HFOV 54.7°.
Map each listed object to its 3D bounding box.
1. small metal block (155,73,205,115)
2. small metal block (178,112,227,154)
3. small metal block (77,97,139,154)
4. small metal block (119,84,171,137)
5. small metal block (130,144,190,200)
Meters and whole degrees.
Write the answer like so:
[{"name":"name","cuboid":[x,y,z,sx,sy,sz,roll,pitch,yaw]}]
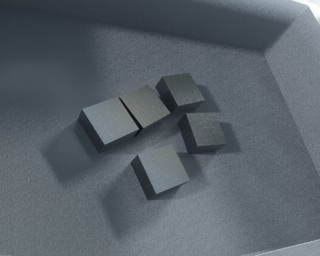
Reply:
[{"name":"small metal block","cuboid":[0.029,-0.051,0.452,0.050,0.025,0.050,-14,69,-34]},{"name":"small metal block","cuboid":[0.059,0.007,0.433,0.050,0.025,0.050,-3,63,-30]},{"name":"small metal block","cuboid":[-0.062,-0.004,0.375,0.050,0.025,0.050,-26,76,-37]},{"name":"small metal block","cuboid":[-0.023,-0.023,0.407,0.050,0.025,0.050,-30,79,-38]},{"name":"small metal block","cuboid":[0.000,0.052,0.374,0.050,0.025,0.050,-15,70,-34]}]
